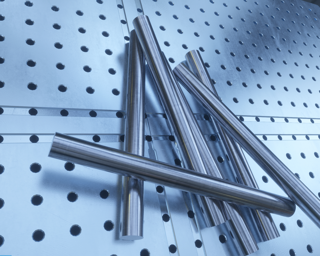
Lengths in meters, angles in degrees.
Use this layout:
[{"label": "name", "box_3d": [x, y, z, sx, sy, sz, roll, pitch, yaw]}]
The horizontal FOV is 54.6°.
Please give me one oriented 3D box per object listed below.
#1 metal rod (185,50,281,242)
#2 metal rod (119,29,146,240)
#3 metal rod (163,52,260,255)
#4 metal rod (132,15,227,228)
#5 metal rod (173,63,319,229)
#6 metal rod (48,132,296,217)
[{"label": "metal rod", "box_3d": [0.097, 0.011, 0.452, 0.025, 0.025, 0.299, -5, 64, -30]}, {"label": "metal rod", "box_3d": [-0.032, -0.014, 0.399, 0.025, 0.025, 0.300, 13, 56, -21]}, {"label": "metal rod", "box_3d": [0.051, 0.021, 0.422, 0.025, 0.025, 0.299, -11, 67, -33]}, {"label": "metal rod", "box_3d": [0.020, -0.020, 0.412, 0.025, 0.025, 0.299, -10, 72, -32]}, {"label": "metal rod", "box_3d": [0.119, 0.018, 0.419, 0.025, 0.025, 0.300, -25, 65, -37]}, {"label": "metal rod", "box_3d": [0.031, 0.059, 0.349, 0.302, 0.025, 0.025, 18, 55, -20]}]
